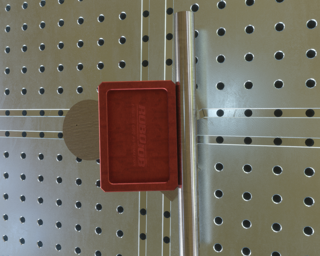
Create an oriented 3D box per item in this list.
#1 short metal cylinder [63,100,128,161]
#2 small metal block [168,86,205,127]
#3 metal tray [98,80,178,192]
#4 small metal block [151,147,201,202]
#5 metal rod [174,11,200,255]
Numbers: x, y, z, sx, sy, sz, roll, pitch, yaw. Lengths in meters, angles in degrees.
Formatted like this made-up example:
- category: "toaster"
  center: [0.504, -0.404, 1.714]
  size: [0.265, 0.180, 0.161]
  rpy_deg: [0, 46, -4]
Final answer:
- category: "short metal cylinder"
  center: [-0.085, 0.002, 0.427]
  size: [0.080, 0.050, 0.079]
  rpy_deg: [0, 90, 19]
- category: "small metal block"
  center: [0.026, -0.029, 0.403]
  size: [0.050, 0.025, 0.050]
  rpy_deg: [-16, 85, 19]
- category: "metal tray"
  center: [-0.026, 0.009, 0.376]
  size: [0.091, 0.030, 0.129]
  rpy_deg: [-1, 90, 0]
- category: "small metal block"
  center: [0.016, 0.059, 0.405]
  size: [0.050, 0.025, 0.050]
  rpy_deg: [41, 102, 15]
- category: "metal rod"
  center: [0.033, 0.012, 0.373]
  size: [0.025, 0.025, 0.298]
  rpy_deg: [-1, 90, 19]
